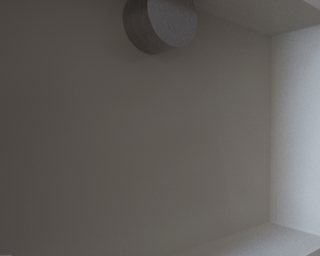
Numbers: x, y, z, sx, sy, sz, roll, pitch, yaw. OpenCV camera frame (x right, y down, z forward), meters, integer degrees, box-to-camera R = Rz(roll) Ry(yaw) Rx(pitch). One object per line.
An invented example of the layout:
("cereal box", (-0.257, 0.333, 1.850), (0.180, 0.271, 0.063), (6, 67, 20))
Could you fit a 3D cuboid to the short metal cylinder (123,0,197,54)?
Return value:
("short metal cylinder", (0.001, -0.137, 0.390), (0.081, 0.050, 0.080), (0, 90, -40))
